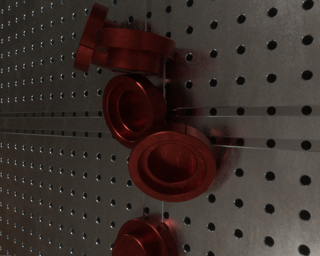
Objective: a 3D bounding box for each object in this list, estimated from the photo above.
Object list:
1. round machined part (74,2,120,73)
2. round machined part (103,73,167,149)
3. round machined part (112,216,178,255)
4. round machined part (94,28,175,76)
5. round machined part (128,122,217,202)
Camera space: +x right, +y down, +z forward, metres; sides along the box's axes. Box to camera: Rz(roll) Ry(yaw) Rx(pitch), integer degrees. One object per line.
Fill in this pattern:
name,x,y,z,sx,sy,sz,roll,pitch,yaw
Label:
round machined part,-0.089,-0.125,0.448,0.098,0.042,0.097,-160,89,-75
round machined part,-0.029,-0.024,0.410,0.098,0.042,0.097,17,116,40
round machined part,-0.027,0.173,0.419,0.098,0.042,0.097,0,90,39
round machined part,-0.032,-0.090,0.386,0.098,0.099,0.042,11,96,39
round machined part,0.015,0.036,0.362,0.099,0.042,0.097,2,119,4
